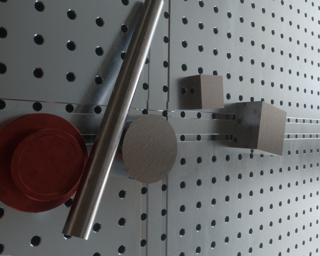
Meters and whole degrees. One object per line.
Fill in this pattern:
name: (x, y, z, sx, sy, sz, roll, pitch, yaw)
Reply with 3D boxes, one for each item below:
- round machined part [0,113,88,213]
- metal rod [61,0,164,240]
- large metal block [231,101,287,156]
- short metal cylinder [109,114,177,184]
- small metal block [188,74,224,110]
round machined part: (-0.115, 0.034, 0.303, 0.099, 0.042, 0.097, 0, 90, -40)
metal rod: (-0.043, -0.032, 0.345, 0.025, 0.025, 0.299, 33, 61, -35)
large metal block: (0.175, 0.003, 0.543, 0.081, 0.050, 0.080, 15, 81, -39)
short metal cylinder: (-0.026, 0.024, 0.373, 0.081, 0.050, 0.079, 0, 90, -40)
small metal block: (0.071, -0.054, 0.471, 0.050, 0.025, 0.050, -5, 94, -40)
